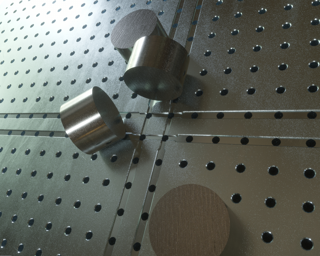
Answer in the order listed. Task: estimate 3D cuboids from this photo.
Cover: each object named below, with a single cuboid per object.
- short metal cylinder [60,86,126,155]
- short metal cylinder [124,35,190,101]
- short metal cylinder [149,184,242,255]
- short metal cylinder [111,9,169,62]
[{"bbox_3d":[-0.090,-0.010,0.425,0.050,0.080,0.080,-28,53,11],"label":"short metal cylinder"},{"bbox_3d":[-0.004,-0.079,0.422,0.080,0.080,0.050,0,62,28],"label":"short metal cylinder"},{"bbox_3d":[0.036,0.102,0.310,0.080,0.050,0.080,-13,56,20],"label":"short metal cylinder"},{"bbox_3d":[-0.031,-0.141,0.493,0.080,0.050,0.080,-13,56,20],"label":"short metal cylinder"}]
